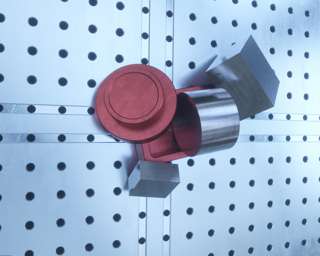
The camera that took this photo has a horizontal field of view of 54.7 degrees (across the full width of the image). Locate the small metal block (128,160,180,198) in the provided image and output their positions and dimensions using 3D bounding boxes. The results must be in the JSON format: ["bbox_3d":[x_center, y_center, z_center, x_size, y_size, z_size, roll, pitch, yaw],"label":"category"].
[{"bbox_3d":[-0.009,0.066,0.390,0.050,0.050,0.025,8,53,-19],"label":"small metal block"}]

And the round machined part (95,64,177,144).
[{"bbox_3d":[-0.029,-0.032,0.369,0.099,0.042,0.098,-1,76,3],"label":"round machined part"}]

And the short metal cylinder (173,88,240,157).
[{"bbox_3d":[0.054,-0.008,0.386,0.050,0.080,0.079,-10,94,-21],"label":"short metal cylinder"}]

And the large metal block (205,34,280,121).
[{"bbox_3d":[0.114,-0.068,0.417,0.080,0.050,0.080,53,38,-13],"label":"large metal block"}]

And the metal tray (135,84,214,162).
[{"bbox_3d":[0.029,-0.007,0.418,0.131,0.030,0.089,-12,94,-20],"label":"metal tray"}]
